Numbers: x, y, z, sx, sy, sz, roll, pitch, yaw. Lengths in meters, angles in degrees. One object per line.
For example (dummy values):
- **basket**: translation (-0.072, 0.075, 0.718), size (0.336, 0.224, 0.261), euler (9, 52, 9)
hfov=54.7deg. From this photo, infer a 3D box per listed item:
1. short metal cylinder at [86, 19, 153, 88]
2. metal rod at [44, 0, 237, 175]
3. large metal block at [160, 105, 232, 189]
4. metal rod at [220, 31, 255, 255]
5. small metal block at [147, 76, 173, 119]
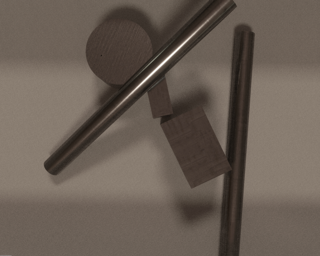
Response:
- **short metal cylinder**: translation (-0.049, -0.092, 0.398), size (0.081, 0.050, 0.079), euler (0, 90, -1)
- **metal rod**: translation (-0.036, -0.042, 0.367), size (0.299, 0.025, 0.025), euler (-41, 91, 17)
- **large metal block**: translation (0.040, 0.021, 0.385), size (0.050, 0.080, 0.080), euler (-26, 90, 0)
- **metal rod**: translation (0.103, 0.023, 0.412), size (0.025, 0.025, 0.298), euler (4, 90, -1)
- **small metal block**: translation (-0.002, -0.039, 0.399), size (0.025, 0.050, 0.050), euler (-12, 90, 0)
